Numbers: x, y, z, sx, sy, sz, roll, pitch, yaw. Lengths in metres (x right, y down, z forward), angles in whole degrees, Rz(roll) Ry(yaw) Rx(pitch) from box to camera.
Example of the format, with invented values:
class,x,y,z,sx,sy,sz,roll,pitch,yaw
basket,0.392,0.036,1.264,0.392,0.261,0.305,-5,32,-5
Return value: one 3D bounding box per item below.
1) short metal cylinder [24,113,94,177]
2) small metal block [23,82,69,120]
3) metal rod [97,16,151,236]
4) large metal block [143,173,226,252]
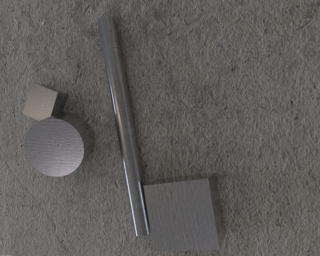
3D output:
class,x,y,z,sx,sy,sz,roll,pitch,yaw
short metal cylinder,-0.138,0.021,0.432,0.080,0.050,0.079,1,101,3
small metal block,-0.174,-0.037,0.470,0.050,0.025,0.050,21,97,18
metal rod,-0.048,-0.005,0.425,0.025,0.025,0.298,-12,86,19
large metal block,0.032,0.103,0.384,0.080,0.050,0.080,-10,87,19
